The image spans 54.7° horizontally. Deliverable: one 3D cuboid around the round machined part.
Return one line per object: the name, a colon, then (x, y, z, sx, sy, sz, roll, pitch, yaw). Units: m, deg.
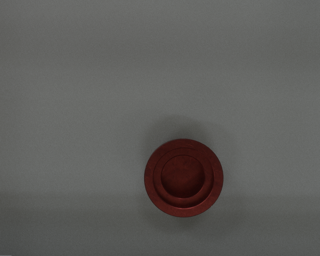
round machined part: (0.030, 0.062, 0.403, 0.099, 0.042, 0.097, 0, 90, -1)
